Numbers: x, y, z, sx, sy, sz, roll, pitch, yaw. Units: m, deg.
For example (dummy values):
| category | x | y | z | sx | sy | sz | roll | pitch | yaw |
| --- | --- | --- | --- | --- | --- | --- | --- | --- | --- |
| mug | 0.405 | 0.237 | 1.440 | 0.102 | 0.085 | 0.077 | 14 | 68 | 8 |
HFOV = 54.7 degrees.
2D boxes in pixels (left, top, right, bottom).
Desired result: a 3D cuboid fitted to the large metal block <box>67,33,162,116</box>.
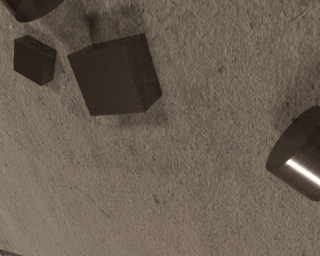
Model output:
| category | x | y | z | sx | sy | sz | roll | pitch | yaw |
| --- | --- | --- | --- | --- | --- | --- | --- | --- | --- |
| large metal block | -0.053 | -0.063 | 0.378 | 0.080 | 0.050 | 0.080 | -2 | 117 | 29 |

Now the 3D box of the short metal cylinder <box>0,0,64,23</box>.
| category | x | y | z | sx | sy | sz | roll | pitch | yaw |
| --- | --- | --- | --- | --- | --- | --- | --- | --- | --- |
| short metal cylinder | -0.143 | -0.163 | 0.344 | 0.080 | 0.080 | 0.050 | -30 | 102 | 37 |

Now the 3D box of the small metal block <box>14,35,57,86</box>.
| category | x | y | z | sx | sy | sz | roll | pitch | yaw |
| --- | --- | --- | --- | --- | --- | --- | --- | --- | --- |
| small metal block | -0.178 | -0.096 | 0.439 | 0.050 | 0.025 | 0.050 | 30 | 128 | 8 |

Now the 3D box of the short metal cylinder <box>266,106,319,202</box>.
| category | x | y | z | sx | sy | sz | roll | pitch | yaw |
| --- | --- | --- | --- | --- | --- | --- | --- | --- | --- |
| short metal cylinder | 0.152 | 0.025 | 0.306 | 0.050 | 0.080 | 0.079 | 35 | 129 | 4 |
